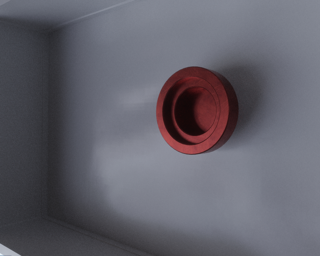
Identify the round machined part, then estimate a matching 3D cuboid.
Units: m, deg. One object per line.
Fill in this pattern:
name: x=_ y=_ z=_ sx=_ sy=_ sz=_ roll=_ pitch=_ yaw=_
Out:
round machined part: x=0.046 y=-0.019 z=0.359 sx=0.098 sy=0.042 sz=0.097 roll=0 pitch=90 yaw=40
